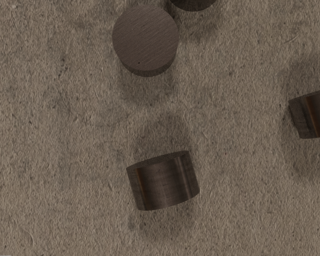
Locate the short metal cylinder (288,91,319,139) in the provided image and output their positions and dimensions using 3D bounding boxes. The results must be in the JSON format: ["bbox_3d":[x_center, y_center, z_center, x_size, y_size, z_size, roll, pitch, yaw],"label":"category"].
[{"bbox_3d":[0.209,-0.022,0.385,0.080,0.080,0.050,-17,90,0],"label":"short metal cylinder"}]

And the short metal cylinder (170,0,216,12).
[{"bbox_3d":[0.045,-0.199,0.398,0.081,0.050,0.079,0,90,-1],"label":"short metal cylinder"}]

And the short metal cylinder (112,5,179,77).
[{"bbox_3d":[-0.017,-0.109,0.397,0.081,0.050,0.079,0,90,-1],"label":"short metal cylinder"}]

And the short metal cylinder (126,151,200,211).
[{"bbox_3d":[0.004,0.063,0.383,0.080,0.080,0.050,-16,90,0],"label":"short metal cylinder"}]
